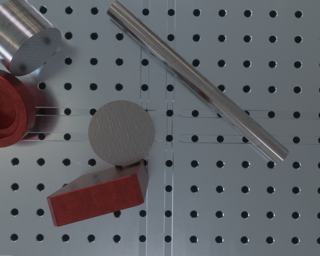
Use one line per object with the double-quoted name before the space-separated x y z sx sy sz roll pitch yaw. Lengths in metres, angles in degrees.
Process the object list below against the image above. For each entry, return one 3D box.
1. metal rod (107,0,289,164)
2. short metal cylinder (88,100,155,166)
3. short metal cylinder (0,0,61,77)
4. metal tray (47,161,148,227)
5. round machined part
"metal rod" 0.050 -0.060 0.413 0.300 0.025 0.025 41 90 0
"short metal cylinder" -0.047 0.006 0.400 0.081 0.050 0.080 0 90 0
"short metal cylinder" -0.171 -0.110 0.384 0.050 0.080 0.080 44 90 0
"metal tray" -0.062 0.069 0.360 0.090 0.130 0.030 -15 90 0
"round machined part" -0.204 -0.027 0.392 0.099 0.042 0.097 2 111 6
